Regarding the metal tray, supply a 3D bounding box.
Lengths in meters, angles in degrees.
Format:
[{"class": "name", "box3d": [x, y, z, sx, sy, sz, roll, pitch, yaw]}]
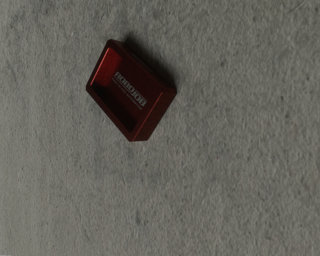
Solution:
[{"class": "metal tray", "box3d": [-0.046, -0.054, 0.437, 0.130, 0.030, 0.089, 47, 117, 29]}]
